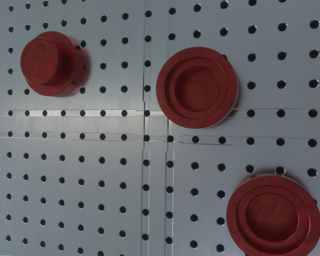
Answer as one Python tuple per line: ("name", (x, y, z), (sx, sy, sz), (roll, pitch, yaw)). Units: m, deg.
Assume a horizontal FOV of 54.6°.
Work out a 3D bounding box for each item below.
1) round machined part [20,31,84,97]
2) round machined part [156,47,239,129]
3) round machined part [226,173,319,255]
("round machined part", (-0.167, -0.097, 0.463), (0.098, 0.042, 0.097), (0, 90, 20))
("round machined part", (0.048, -0.048, 0.387), (0.098, 0.042, 0.097), (0, 90, 20))
("round machined part", (0.129, 0.101, 0.358), (0.098, 0.042, 0.097), (0, 90, 20))
